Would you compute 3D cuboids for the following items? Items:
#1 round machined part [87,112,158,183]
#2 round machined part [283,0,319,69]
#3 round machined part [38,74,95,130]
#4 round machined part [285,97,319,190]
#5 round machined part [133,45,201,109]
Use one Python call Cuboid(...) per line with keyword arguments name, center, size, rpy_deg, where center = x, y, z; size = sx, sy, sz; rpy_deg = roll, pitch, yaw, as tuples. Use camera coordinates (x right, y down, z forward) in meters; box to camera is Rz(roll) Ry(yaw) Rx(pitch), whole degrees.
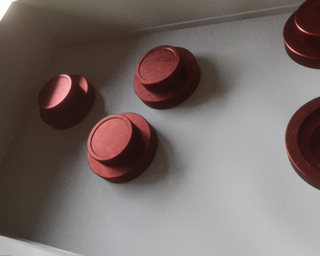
Cuboid(name="round machined part", center=(-0.056, 0.020, 0.412), size=(0.098, 0.042, 0.098), rpy_deg=(-13, 56, 21))
Cuboid(name="round machined part", center=(0.198, -0.121, 0.365), size=(0.098, 0.042, 0.098), rpy_deg=(-13, 56, 21))
Cuboid(name="round machined part", center=(-0.160, -0.049, 0.509), size=(0.098, 0.042, 0.098), rpy_deg=(-13, 56, 21))
Cuboid(name="round machined part", center=(0.173, 0.018, 0.293), size=(0.098, 0.042, 0.098), rpy_deg=(-13, 56, 21))
Cuboid(name="round machined part", center=(0.005, -0.078, 0.441), size=(0.098, 0.042, 0.098), rpy_deg=(-13, 56, 21))
